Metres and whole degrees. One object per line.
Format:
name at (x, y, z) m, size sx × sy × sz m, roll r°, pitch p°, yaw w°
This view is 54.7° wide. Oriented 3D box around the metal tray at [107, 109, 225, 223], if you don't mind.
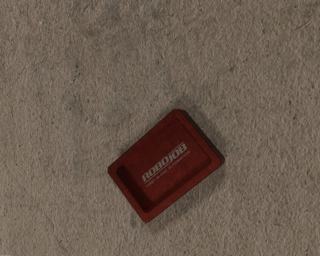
metal tray at (0.006, 0.049, 0.403) m, size 0.130 × 0.030 × 0.090 m, roll -41°, pitch 77°, yaw 15°
